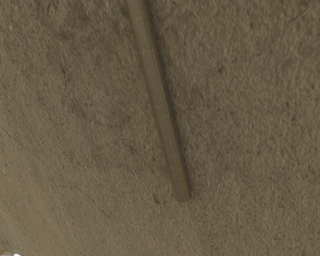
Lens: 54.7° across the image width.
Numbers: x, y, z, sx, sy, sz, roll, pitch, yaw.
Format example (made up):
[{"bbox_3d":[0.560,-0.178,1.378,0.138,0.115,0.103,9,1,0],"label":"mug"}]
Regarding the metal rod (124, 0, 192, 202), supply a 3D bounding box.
[{"bbox_3d":[0.001,-0.031,0.385,0.025,0.025,0.298,0,119,28],"label":"metal rod"}]
